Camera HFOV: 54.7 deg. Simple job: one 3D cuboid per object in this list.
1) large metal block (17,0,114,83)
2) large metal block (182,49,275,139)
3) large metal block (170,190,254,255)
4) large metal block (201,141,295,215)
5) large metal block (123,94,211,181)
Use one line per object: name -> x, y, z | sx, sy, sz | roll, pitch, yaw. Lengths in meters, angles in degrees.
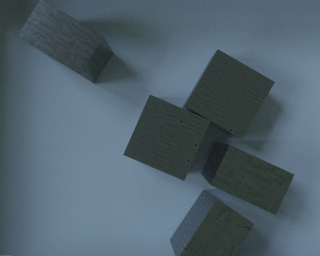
large metal block -> -0.110, -0.102, 0.382 | 0.080, 0.080, 0.050 | 31, 90, -1
large metal block -> 0.085, -0.041, 0.400 | 0.080, 0.050, 0.080 | 30, 90, -1
large metal block -> 0.059, 0.129, 0.381 | 0.050, 0.080, 0.080 | 35, 84, 0
large metal block -> 0.103, 0.058, 0.385 | 0.080, 0.080, 0.050 | 25, 90, -1
large metal block -> 0.008, 0.012, 0.399 | 0.080, 0.050, 0.080 | 24, 90, -1
